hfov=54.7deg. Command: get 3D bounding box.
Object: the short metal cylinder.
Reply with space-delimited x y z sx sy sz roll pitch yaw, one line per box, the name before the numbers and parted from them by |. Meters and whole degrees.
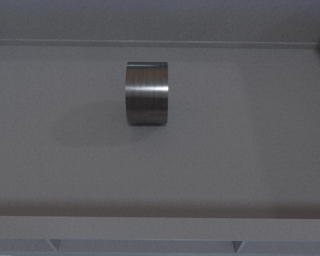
short metal cylinder | -0.016 -0.046 0.405 0.050 0.080 0.080 0 50 0
